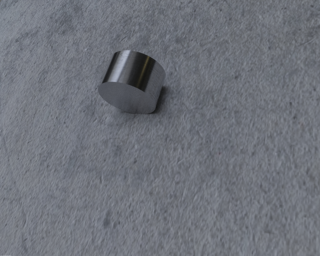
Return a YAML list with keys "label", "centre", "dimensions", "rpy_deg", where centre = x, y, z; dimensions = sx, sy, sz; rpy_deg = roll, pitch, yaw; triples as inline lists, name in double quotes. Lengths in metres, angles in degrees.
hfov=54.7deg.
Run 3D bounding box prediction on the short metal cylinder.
- label: "short metal cylinder"
  centre: [-0.038, -0.060, 0.424]
  dimensions: [0.080, 0.080, 0.050]
  rpy_deg: [3, 64, 29]
